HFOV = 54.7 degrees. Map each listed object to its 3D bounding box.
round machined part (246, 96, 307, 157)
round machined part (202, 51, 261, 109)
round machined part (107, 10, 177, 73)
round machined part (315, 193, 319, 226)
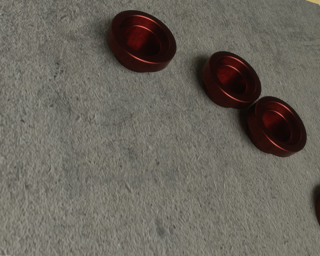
[{"bbox_3d":[0.177,0.002,0.487,0.099,0.042,0.098,14,56,-21],"label":"round machined part"},{"bbox_3d":[0.109,-0.071,0.495,0.099,0.042,0.098,14,56,-21],"label":"round machined part"},{"bbox_3d":[-0.029,-0.120,0.450,0.099,0.042,0.098,14,56,-21],"label":"round machined part"},{"bbox_3d":[0.288,0.134,0.466,0.099,0.042,0.098,14,56,-21],"label":"round machined part"}]
